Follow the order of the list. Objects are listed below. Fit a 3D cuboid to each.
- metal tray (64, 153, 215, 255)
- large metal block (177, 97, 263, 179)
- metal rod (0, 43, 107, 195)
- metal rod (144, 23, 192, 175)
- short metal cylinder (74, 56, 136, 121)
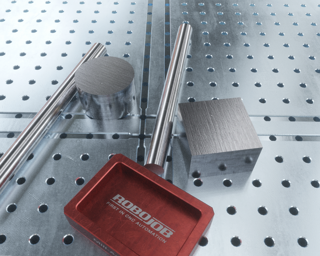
[{"bbox_3d":[-0.021,0.093,0.325,0.130,0.030,0.090,28,55,21],"label":"metal tray"},{"bbox_3d":[0.068,0.011,0.383,0.081,0.050,0.080,-6,50,-6],"label":"large metal block"},{"bbox_3d":[-0.149,-0.023,0.425,0.025,0.025,0.301,15,51,12],"label":"metal rod"},{"bbox_3d":[0.019,-0.064,0.461,0.025,0.025,0.300,8,50,6],"label":"metal rod"},{"bbox_3d":[-0.075,-0.057,0.438,0.081,0.050,0.080,0,50,0],"label":"short metal cylinder"}]
